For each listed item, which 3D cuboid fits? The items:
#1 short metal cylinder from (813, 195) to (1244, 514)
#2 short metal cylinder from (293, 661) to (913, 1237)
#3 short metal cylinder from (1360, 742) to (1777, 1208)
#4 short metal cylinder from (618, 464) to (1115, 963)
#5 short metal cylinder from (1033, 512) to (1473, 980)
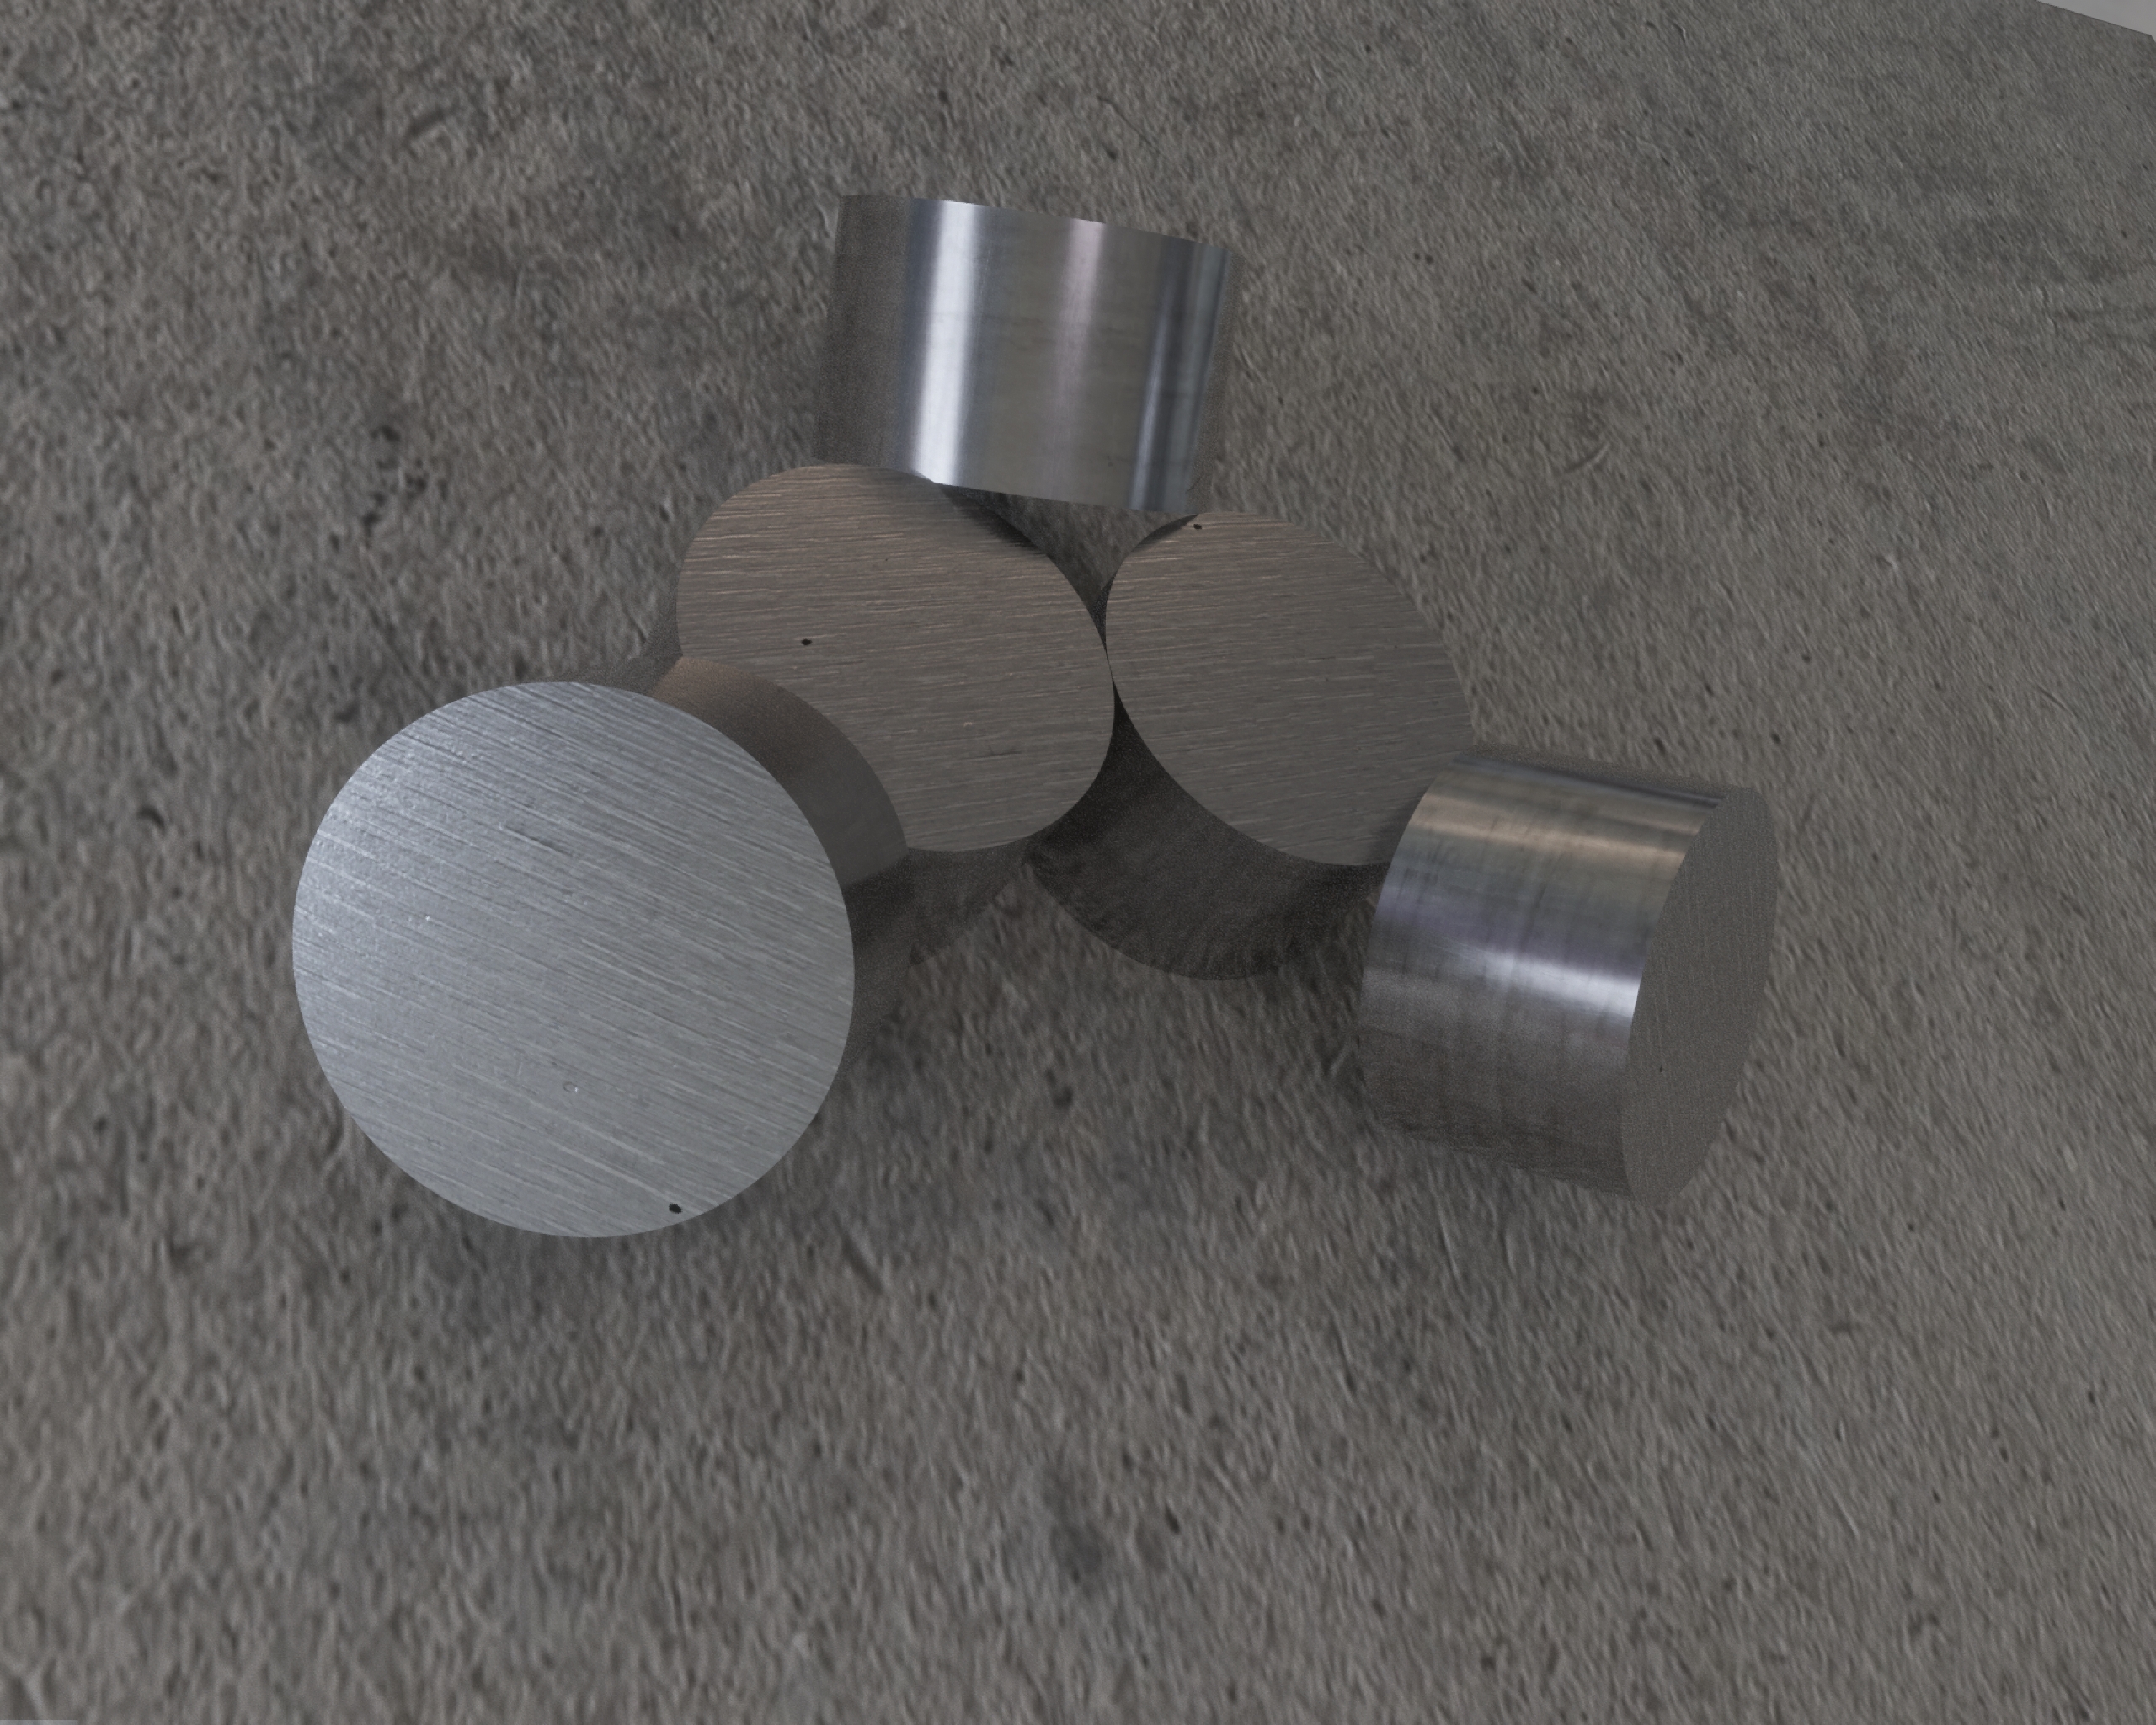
[{"bbox_3d":[-0.010,-0.101,0.416,0.081,0.080,0.050,2,104,-27],"label":"short metal cylinder"},{"bbox_3d":[-0.069,0.010,0.317,0.080,0.080,0.050,39,10,-2],"label":"short metal cylinder"},{"bbox_3d":[0.095,0.020,0.399,0.050,0.080,0.080,14,42,32],"label":"short metal cylinder"},{"bbox_3d":[-0.040,-0.025,0.381,0.081,0.050,0.080,14,56,-21],"label":"short metal cylinder"},{"bbox_3d":[0.031,-0.023,0.418,0.081,0.050,0.080,14,56,-21],"label":"short metal cylinder"}]
